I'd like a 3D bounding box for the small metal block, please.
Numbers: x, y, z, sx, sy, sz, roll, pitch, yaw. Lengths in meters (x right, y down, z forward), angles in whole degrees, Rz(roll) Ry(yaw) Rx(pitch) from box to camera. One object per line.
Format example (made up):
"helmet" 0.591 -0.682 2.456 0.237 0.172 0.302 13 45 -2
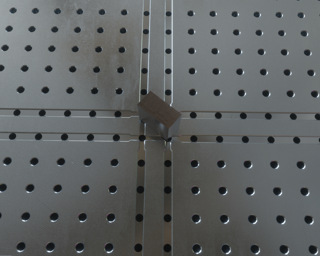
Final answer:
"small metal block" -0.001 -0.014 0.403 0.050 0.050 0.025 38 74 12
